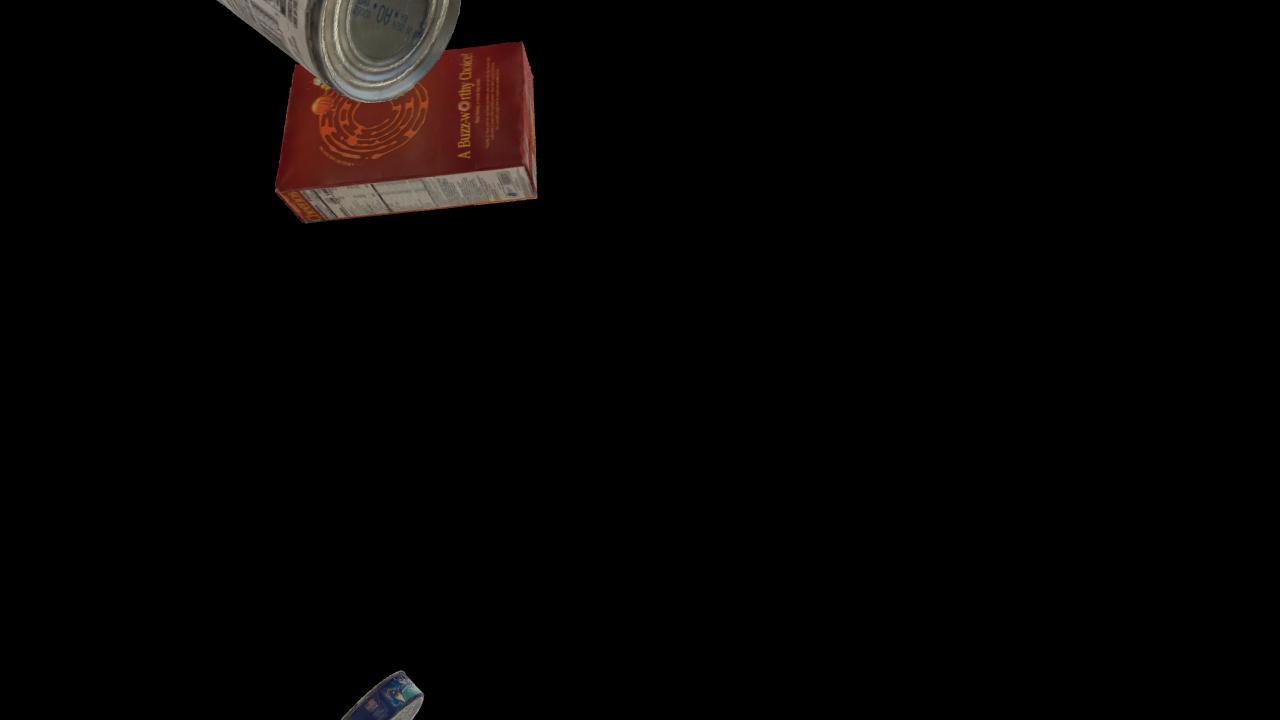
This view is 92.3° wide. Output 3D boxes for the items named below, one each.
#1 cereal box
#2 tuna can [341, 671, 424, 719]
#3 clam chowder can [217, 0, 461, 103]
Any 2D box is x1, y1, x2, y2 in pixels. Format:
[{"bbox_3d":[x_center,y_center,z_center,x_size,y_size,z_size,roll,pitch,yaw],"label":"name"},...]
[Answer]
[{"bbox_3d":[-0.289,-0.292,0.786,0.306,0.203,0.081,-6,-22,1],"label":"cereal box"},{"bbox_3d":[-0.242,0.333,0.566,0.034,0.084,0.084,37,12,16],"label":"tuna can"},{"bbox_3d":[-0.122,-0.147,0.213,0.102,0.068,0.068,38,4,5],"label":"clam chowder can"}]
